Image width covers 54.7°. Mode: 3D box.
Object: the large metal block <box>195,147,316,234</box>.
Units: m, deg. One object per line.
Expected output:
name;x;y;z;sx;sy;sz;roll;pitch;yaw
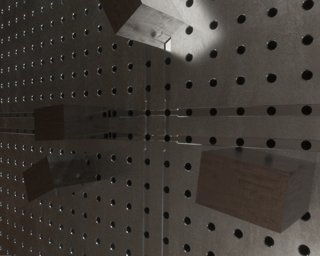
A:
large metal block;0.092;0.052;0.296;0.080;0.081;0.050;11;97;39

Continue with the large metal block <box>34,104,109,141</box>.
large metal block;-0.138;-0.007;0.484;0.080;0.081;0.050;-4;88;39

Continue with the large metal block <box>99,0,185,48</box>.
large metal block;-0.026;-0.157;0.393;0.050;0.081;0.080;-38;67;33

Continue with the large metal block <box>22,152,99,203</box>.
large metal block;-0.162;0.079;0.504;0.080;0.081;0.050;-30;72;36
